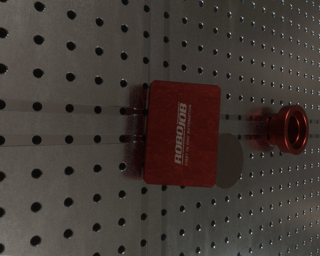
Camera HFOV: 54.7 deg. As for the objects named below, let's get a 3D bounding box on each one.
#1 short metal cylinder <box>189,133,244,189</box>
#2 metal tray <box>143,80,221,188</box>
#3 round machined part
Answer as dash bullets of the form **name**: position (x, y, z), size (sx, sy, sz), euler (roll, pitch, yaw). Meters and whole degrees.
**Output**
- **short metal cylinder**: position (0.080, 0.047, 0.462), size (0.081, 0.050, 0.079), euler (0, 90, -41)
- **metal tray**: position (0.028, 0.008, 0.401), size (0.091, 0.030, 0.129), euler (4, 87, -5)
- **round machined part**: position (0.252, 0.004, 0.613), size (0.099, 0.042, 0.097), euler (0, 90, -40)
